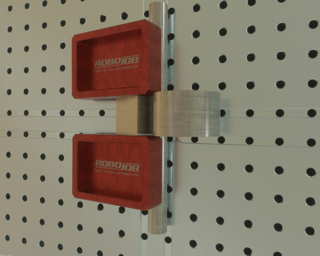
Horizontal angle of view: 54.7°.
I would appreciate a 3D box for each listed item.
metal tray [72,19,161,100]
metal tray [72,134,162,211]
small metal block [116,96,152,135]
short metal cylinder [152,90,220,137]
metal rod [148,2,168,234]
[{"bbox_3d":[-0.061,-0.085,0.413,0.130,0.030,0.089,0,90,32],"label":"metal tray"},{"bbox_3d":[-0.060,0.054,0.412,0.130,0.030,0.089,1,90,32],"label":"metal tray"},{"bbox_3d":[-0.034,-0.016,0.409,0.050,0.025,0.050,1,91,51],"label":"small metal block"},{"bbox_3d":[0.031,-0.016,0.369,0.080,0.080,0.050,0,90,20],"label":"short metal cylinder"},{"bbox_3d":[-0.003,-0.013,0.409,0.025,0.025,0.298,0,90,20],"label":"metal rod"}]
